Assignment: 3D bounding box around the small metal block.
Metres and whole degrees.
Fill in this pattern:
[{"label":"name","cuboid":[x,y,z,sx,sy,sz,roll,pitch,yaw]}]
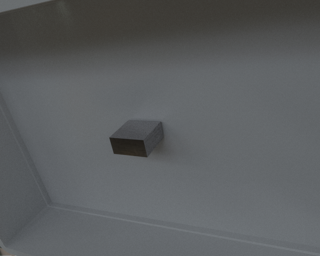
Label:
[{"label":"small metal block","cuboid":[-0.030,0.013,0.410,0.050,0.050,0.025,3,120,26]}]
